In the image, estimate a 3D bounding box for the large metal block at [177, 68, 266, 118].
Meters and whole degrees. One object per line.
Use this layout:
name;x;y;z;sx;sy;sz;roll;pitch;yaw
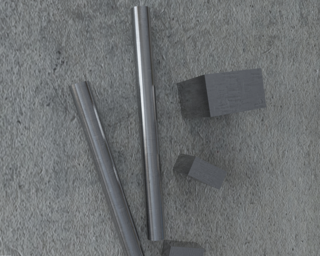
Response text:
large metal block;0.079;-0.044;0.410;0.081;0.080;0.050;-10;94;-20

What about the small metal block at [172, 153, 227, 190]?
small metal block;0.052;0.057;0.416;0.050;0.050;0.025;27;81;-19

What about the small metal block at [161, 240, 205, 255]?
small metal block;0.028;0.183;0.421;0.050;0.025;0.050;13;86;-20

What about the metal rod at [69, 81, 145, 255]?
metal rod;-0.055;0.089;0.389;0.025;0.025;0.298;-19;97;-19

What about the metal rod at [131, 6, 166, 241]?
metal rod;-0.015;-0.005;0.404;0.025;0.025;0.298;-5;92;-20
